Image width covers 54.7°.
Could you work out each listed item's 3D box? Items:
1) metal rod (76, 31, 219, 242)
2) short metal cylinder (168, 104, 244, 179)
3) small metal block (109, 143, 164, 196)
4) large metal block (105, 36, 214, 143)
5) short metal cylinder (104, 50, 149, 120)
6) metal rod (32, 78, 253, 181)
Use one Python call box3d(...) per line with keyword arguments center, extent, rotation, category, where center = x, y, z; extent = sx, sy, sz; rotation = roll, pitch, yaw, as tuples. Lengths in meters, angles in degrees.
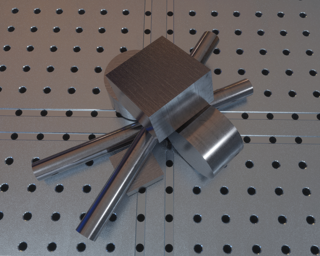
box3d(center=(-0.005, -0.004, 0.383), extent=(0.025, 0.025, 0.300), rotation=(29, 72, 10), category="metal rod")
box3d(center=(0.053, 0.015, 0.374), extent=(0.050, 0.080, 0.080), rotation=(-42, 75, -13), category="short metal cylinder")
box3d(center=(-0.029, 0.050, 0.389), extent=(0.050, 0.025, 0.050), rotation=(-26, 72, -10), category="small metal block")
box3d(center=(0.001, -0.045, 0.344), extent=(0.080, 0.050, 0.080), rotation=(-38, 57, -12), category="large metal block")
box3d(center=(-0.031, -0.057, 0.415), extent=(0.081, 0.050, 0.080), rotation=(0, 70, 0), category="short metal cylinder")
box3d(center=(-0.016, -0.001, 0.408), extent=(0.302, 0.025, 0.025), rotation=(-22, 72, -8), category="metal rod")
